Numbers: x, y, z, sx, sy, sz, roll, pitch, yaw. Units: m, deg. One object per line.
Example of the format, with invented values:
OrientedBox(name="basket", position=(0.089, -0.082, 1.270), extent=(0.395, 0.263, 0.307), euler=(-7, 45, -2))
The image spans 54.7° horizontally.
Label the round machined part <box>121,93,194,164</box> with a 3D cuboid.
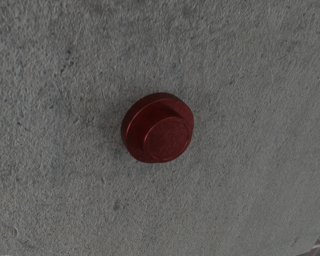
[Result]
OrientedBox(name="round machined part", position=(0.002, 0.007, 0.404), extent=(0.099, 0.042, 0.097), euler=(-14, 125, -21))
